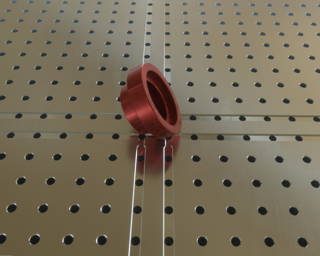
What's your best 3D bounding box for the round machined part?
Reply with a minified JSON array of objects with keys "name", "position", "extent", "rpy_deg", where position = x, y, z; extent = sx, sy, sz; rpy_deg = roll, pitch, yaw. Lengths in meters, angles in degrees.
[{"name":"round machined part","position":[-0.014,-0.031,0.397],"extent":[0.042,0.098,0.098],"rpy_deg":[-23,46,22]}]
